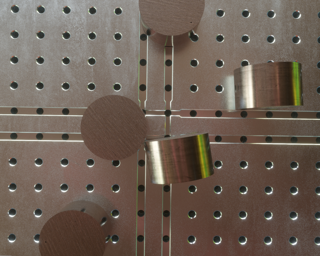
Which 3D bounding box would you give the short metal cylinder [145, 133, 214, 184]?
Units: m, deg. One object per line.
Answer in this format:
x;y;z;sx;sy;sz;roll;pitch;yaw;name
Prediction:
0.024;0.036;0.386;0.081;0.080;0.050;-8;90;0;short metal cylinder

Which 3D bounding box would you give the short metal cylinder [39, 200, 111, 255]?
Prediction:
-0.106;0.139;0.400;0.081;0.050;0.079;0;90;-1;short metal cylinder

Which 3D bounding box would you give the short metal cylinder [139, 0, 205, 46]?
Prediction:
0.014;-0.152;0.401;0.081;0.050;0.079;0;90;-1;short metal cylinder

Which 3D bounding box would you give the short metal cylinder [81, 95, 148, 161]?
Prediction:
-0.056;0.000;0.400;0.081;0.050;0.079;0;90;0;short metal cylinder

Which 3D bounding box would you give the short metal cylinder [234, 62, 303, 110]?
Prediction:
0.135;-0.050;0.388;0.081;0.080;0.050;-3;90;-1;short metal cylinder
